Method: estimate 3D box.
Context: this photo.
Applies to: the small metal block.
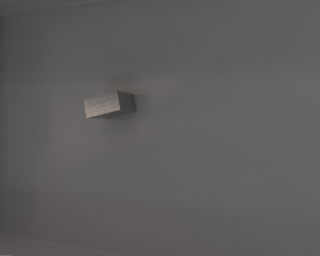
[{"bbox_3d":[-0.067,-0.030,0.421,0.050,0.050,0.025,-12,86,19],"label":"small metal block"}]
